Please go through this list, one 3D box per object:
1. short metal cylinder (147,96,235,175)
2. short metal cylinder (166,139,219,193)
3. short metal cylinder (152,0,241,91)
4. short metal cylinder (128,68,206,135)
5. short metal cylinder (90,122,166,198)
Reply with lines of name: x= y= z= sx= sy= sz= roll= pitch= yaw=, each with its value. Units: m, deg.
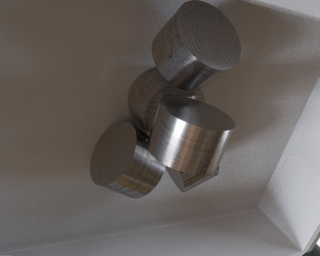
short metal cylinder: x=0.032 y=0.005 z=0.326 sx=0.081 sy=0.080 sz=0.050 roll=3 pitch=117 yaw=-30
short metal cylinder: x=0.035 y=0.039 z=0.414 sx=0.050 sy=0.080 sz=0.080 roll=-25 pitch=128 yaw=-12
short metal cylinder: x=0.038 y=-0.086 z=0.330 sx=0.081 sy=0.080 sz=0.050 roll=4 pitch=159 yaw=-30
short metal cylinder: x=0.008 y=-0.028 z=0.376 sx=0.081 sy=0.050 sz=0.079 roll=-14 pitch=124 yaw=-21
short metal cylinder: x=-0.039 y=0.039 z=0.373 sx=0.050 sy=0.080 sz=0.080 roll=33 pitch=100 yaw=-38
